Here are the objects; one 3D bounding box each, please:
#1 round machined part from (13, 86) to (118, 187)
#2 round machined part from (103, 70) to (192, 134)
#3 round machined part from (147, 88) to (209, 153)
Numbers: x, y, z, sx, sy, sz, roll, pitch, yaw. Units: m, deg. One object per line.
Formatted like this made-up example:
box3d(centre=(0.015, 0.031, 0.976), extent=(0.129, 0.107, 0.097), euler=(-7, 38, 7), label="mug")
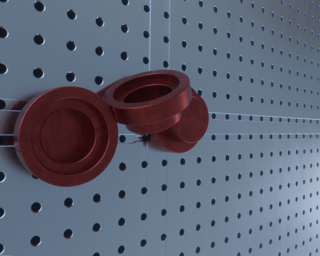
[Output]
box3d(centre=(-0.096, 0.008, 0.316), extent=(0.099, 0.042, 0.097), euler=(-2, 93, -36), label="round machined part")
box3d(centre=(-0.012, -0.028, 0.356), extent=(0.099, 0.098, 0.042), euler=(-36, 127, -34), label="round machined part")
box3d(centre=(0.029, -0.014, 0.425), extent=(0.099, 0.042, 0.097), euler=(0, 90, -40), label="round machined part")
